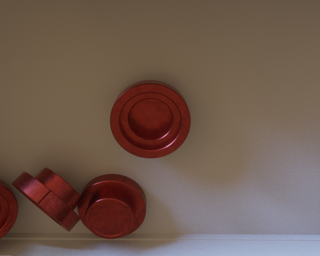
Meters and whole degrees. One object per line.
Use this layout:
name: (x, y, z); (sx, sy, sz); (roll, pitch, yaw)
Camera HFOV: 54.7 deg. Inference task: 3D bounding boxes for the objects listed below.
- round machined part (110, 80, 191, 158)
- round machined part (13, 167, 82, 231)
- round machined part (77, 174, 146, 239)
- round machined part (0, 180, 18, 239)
round machined part: (-0.012, -0.014, 0.397); (0.099, 0.042, 0.097); (0, 110, -1)
round machined part: (-0.144, 0.090, 0.415); (0.098, 0.098, 0.042); (48, 63, -16)
round machined part: (-0.069, 0.119, 0.445); (0.099, 0.042, 0.097); (0, 110, -1)
round machined part: (-0.251, 0.111, 0.425); (0.099, 0.042, 0.097); (-10, 109, -31)
